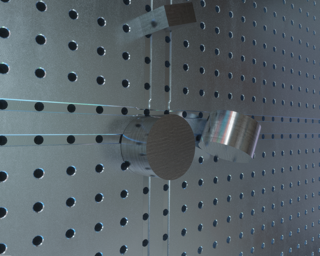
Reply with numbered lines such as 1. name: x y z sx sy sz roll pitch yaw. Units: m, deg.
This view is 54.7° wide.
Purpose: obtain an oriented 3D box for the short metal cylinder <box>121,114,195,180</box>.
1. short metal cylinder: -0.001 0.023 0.392 0.081 0.050 0.080 0 90 -41

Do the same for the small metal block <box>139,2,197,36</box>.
1. small metal block: 0.010 -0.141 0.401 0.050 0.050 0.025 -24 105 -38

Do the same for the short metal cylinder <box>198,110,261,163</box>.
1. short metal cylinder: 0.103 0.014 0.460 0.080 0.080 0.050 32 70 -36
